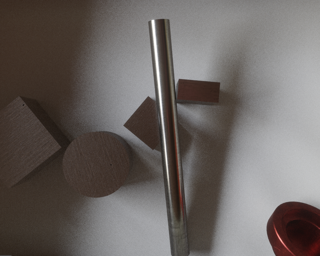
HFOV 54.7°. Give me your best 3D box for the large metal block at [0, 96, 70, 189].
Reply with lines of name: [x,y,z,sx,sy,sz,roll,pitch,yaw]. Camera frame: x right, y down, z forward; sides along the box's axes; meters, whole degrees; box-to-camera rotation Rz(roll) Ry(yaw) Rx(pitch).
large metal block: [-0.175,0.017,0.397,0.080,0.050,0.080,-39,91,0]

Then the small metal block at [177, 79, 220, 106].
small metal block: [0.047,-0.045,0.400,0.050,0.050,0.025,5,90,-1]

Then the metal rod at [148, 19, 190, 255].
metal rod: [0.013,0.020,0.388,0.025,0.025,0.298,-6,99,0]

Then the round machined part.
round machined part: [0.181,0.144,0.387,0.099,0.098,0.042,14,126,-1]

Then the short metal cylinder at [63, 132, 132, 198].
short metal cylinder: [-0.077,0.044,0.398,0.081,0.050,0.079,0,90,-1]

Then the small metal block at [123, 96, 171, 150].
small metal block: [-0.012,-0.006,0.411,0.050,0.025,0.050,40,90,-1]
